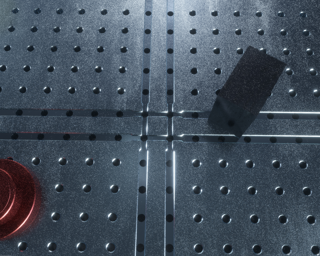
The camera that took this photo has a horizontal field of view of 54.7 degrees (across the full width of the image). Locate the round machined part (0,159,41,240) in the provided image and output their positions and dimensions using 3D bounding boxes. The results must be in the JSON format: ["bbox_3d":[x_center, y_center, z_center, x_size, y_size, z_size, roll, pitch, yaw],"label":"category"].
[{"bbox_3d":[-0.199,0.084,0.370,0.099,0.042,0.098,0,70,0],"label":"round machined part"}]

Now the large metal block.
[{"bbox_3d":[0.109,-0.044,0.399,0.050,0.080,0.080,31,73,10],"label":"large metal block"}]
